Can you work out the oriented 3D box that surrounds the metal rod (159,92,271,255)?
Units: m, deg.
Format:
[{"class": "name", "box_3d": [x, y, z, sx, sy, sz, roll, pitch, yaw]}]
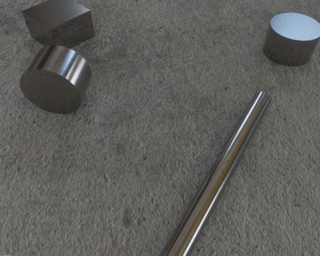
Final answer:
[{"class": "metal rod", "box_3d": [0.067, 0.057, 0.355, 0.025, 0.025, 0.301, 25, 54, 19]}]

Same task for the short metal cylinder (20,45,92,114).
[{"class": "short metal cylinder", "box_3d": [-0.139, -0.064, 0.420, 0.080, 0.080, 0.050, 6, 50, 5]}]

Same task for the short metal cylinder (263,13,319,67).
[{"class": "short metal cylinder", "box_3d": [0.217, -0.147, 0.512, 0.081, 0.050, 0.080, 0, 50, 0]}]

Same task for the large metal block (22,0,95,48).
[{"class": "large metal block", "box_3d": [-0.174, -0.181, 0.537, 0.080, 0.050, 0.080, 36, 58, 26]}]
